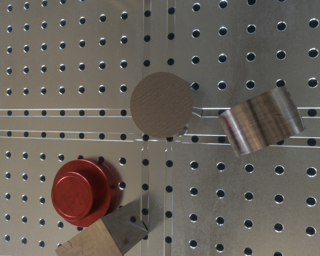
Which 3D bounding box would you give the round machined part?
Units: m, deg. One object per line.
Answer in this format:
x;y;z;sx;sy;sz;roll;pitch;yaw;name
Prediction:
-0.115;0.094;0.444;0.098;0.042;0.097;0;90;20;round machined part

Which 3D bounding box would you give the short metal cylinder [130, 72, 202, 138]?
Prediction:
0.009;-0.028;0.396;0.080;0.050;0.080;0;90;20;short metal cylinder

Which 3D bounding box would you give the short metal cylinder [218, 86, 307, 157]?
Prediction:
0.112;-0.006;0.344;0.080;0.080;0.050;-25;82;18;short metal cylinder

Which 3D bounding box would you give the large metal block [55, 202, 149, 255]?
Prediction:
-0.074;0.150;0.409;0.080;0.080;0.050;-37;78;16;large metal block
